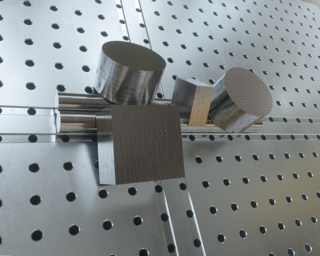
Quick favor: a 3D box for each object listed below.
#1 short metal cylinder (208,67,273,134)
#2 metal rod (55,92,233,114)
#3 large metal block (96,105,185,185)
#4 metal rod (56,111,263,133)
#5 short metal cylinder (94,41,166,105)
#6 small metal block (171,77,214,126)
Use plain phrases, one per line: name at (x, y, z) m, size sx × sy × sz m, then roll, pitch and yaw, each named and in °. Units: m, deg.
short metal cylinder at (0.110, -0.039, 0.439) m, size 0.081 × 0.050 × 0.080 m, roll 14°, pitch 56°, yaw -21°
metal rod at (0.014, -0.028, 0.428) m, size 0.303 × 0.025 × 0.025 m, roll 0°, pitch 62°, yaw -28°
large metal block at (-0.023, 0.019, 0.346) m, size 0.081 × 0.050 × 0.080 m, roll -1°, pitch 82°, yaw -29°
metal rod at (0.020, -0.006, 0.418) m, size 0.303 × 0.025 × 0.025 m, roll 0°, pitch 62°, yaw -28°
short metal cylinder at (-0.038, -0.069, 0.391) m, size 0.081 × 0.050 × 0.080 m, roll 15°, pitch 33°, yaw -9°
small metal block at (0.039, -0.034, 0.393) m, size 0.025 × 0.050 × 0.050 m, roll 1°, pitch 19°, yaw -28°
